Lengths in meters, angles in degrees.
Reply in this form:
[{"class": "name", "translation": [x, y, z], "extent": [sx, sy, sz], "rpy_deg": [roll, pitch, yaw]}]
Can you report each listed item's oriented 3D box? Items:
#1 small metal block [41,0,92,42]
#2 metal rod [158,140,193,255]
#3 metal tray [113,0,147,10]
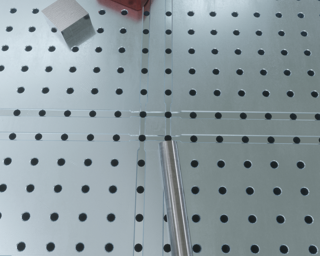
[{"class": "small metal block", "translation": [-0.142, -0.168, 0.471], "extent": [0.050, 0.025, 0.050], "rpy_deg": [-40, 75, -14]}, {"class": "metal rod", "translation": [0.027, 0.160, 0.353], "extent": [0.025, 0.025, 0.299], "rpy_deg": [-6, 70, -3]}, {"class": "metal tray", "translation": [-0.043, -0.262, 0.504], "extent": [0.090, 0.030, 0.130], "rpy_deg": [25, 72, 8]}]
